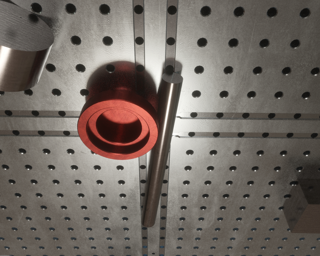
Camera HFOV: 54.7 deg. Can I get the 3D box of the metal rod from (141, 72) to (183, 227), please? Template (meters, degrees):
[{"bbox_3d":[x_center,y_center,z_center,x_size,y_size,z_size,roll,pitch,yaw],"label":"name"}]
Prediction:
[{"bbox_3d":[-0.003,0.054,0.457,0.025,0.025,0.298,5,130,-5],"label":"metal rod"}]

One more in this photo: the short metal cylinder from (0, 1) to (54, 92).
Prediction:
[{"bbox_3d":[-0.152,-0.081,0.304,0.080,0.080,0.050,23,126,-19],"label":"short metal cylinder"}]

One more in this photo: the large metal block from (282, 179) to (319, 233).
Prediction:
[{"bbox_3d":[0.260,0.130,0.510,0.081,0.050,0.079,2,130,-2],"label":"large metal block"}]

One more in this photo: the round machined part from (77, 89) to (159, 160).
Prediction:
[{"bbox_3d":[-0.050,-0.008,0.392,0.099,0.042,0.097,0,130,1],"label":"round machined part"}]
